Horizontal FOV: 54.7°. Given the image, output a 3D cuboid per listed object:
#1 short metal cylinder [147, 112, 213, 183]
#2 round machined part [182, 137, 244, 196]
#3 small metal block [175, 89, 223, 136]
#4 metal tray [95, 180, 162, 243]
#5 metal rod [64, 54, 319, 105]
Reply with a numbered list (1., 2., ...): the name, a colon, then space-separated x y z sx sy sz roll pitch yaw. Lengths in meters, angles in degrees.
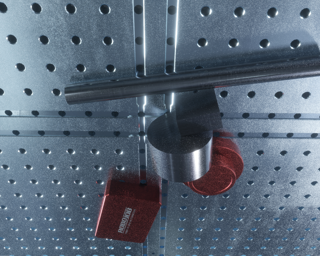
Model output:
1. short metal cylinder: 0.026 0.022 0.395 0.080 0.080 0.050 -4 130 3
2. round machined part: 0.074 0.062 0.455 0.099 0.042 0.097 -1 130 0
3. small metal block: 0.046 -0.020 0.379 0.050 0.050 0.025 -12 129 9
4. metal tray: -0.057 0.148 0.534 0.091 0.030 0.129 11 129 -10
5. metal rod: 0.039 -0.056 0.364 0.302 0.025 0.025 -6 130 4
